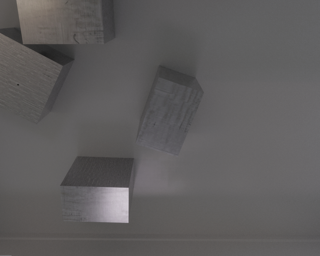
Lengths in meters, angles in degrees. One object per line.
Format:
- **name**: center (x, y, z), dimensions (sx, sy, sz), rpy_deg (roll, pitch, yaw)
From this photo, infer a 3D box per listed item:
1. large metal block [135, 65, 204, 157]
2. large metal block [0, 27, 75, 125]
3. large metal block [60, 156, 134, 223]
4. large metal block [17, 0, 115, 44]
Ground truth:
- **large metal block**: center (0.009, -0.024, 0.373), dimensions (0.050, 0.080, 0.079), rpy_deg (18, 109, -7)
- **large metal block**: center (-0.163, -0.063, 0.373), dimensions (0.080, 0.050, 0.080), rpy_deg (28, 108, -10)
- **large metal block**: center (-0.078, 0.079, 0.410), dimensions (0.081, 0.080, 0.050), rpy_deg (2, 110, -1)
- **large metal block**: center (-0.096, -0.121, 0.337), dimensions (0.081, 0.080, 0.050), rpy_deg (0, 110, 0)
